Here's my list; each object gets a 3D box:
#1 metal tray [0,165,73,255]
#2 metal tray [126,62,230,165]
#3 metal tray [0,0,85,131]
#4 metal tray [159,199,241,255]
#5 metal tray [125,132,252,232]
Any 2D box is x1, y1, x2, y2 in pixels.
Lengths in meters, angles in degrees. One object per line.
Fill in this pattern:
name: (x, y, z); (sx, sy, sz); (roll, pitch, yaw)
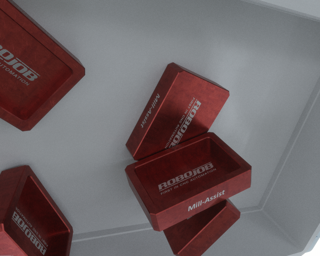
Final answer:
metal tray: (-0.145, 0.118, 0.354); (0.030, 0.090, 0.129); (-15, 125, 4)
metal tray: (0.023, -0.010, 0.411); (0.091, 0.030, 0.129); (17, 109, -35)
metal tray: (-0.147, -0.066, 0.283); (0.090, 0.030, 0.130); (-45, 129, 3)
metal tray: (0.039, 0.104, 0.424); (0.090, 0.130, 0.030); (-46, 118, 4)
metal tray: (0.033, 0.059, 0.381); (0.131, 0.090, 0.030); (-21, 127, -16)
